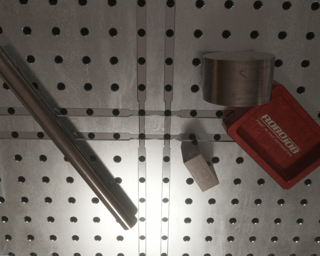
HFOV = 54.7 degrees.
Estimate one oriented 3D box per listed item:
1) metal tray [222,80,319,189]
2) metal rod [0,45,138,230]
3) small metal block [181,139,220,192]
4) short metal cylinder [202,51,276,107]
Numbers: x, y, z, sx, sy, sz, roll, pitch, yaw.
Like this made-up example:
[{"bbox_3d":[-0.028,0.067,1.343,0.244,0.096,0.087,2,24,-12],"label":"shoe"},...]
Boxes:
[{"bbox_3d":[0.161,0.011,0.417,0.130,0.030,0.090,43,104,-15],"label":"metal tray"},{"bbox_3d":[-0.123,0.025,0.420,0.025,0.025,0.299,-30,108,10],"label":"metal rod"},{"bbox_3d":[0.053,0.050,0.419,0.025,0.050,0.050,-30,108,10],"label":"small metal block"},{"bbox_3d":[0.091,-0.060,0.363,0.081,0.080,0.050,-2,110,0],"label":"short metal cylinder"}]
